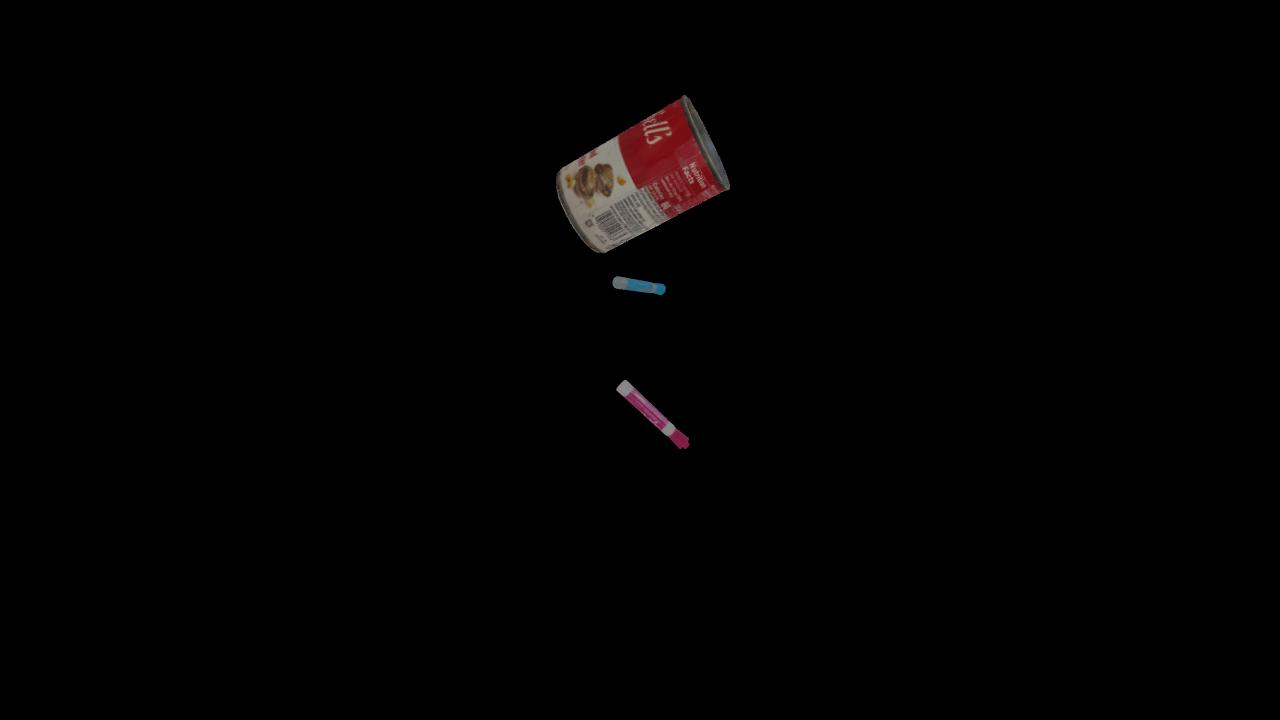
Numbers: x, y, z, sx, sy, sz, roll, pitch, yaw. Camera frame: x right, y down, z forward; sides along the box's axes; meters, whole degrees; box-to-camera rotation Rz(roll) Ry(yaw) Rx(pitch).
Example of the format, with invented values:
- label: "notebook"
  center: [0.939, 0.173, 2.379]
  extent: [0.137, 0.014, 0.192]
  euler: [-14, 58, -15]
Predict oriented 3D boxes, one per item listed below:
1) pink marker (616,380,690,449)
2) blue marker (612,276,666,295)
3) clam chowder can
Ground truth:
- label: "pink marker"
  center: [0.019, 0.073, 0.802]
  extent: [0.121, 0.020, 0.020]
  euler: [43, -6, -6]
- label: "blue marker"
  center: [0.002, -0.115, 0.959]
  extent: [0.020, 0.020, 0.121]
  euler: [0, 0, 36]
- label: "clam chowder can"
  center: [0.002, -0.124, 0.423]
  extent: [0.102, 0.068, 0.068]
  euler: [-25, -8, 19]
